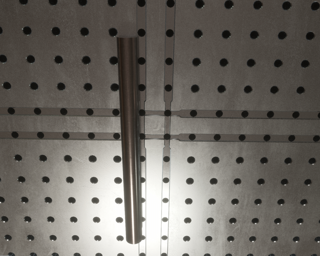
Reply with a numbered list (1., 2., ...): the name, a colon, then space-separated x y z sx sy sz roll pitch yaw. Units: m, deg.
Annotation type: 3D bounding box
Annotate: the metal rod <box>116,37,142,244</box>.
1. metal rod: -0.040 0.030 0.423 0.025 0.025 0.298 0 110 -1
